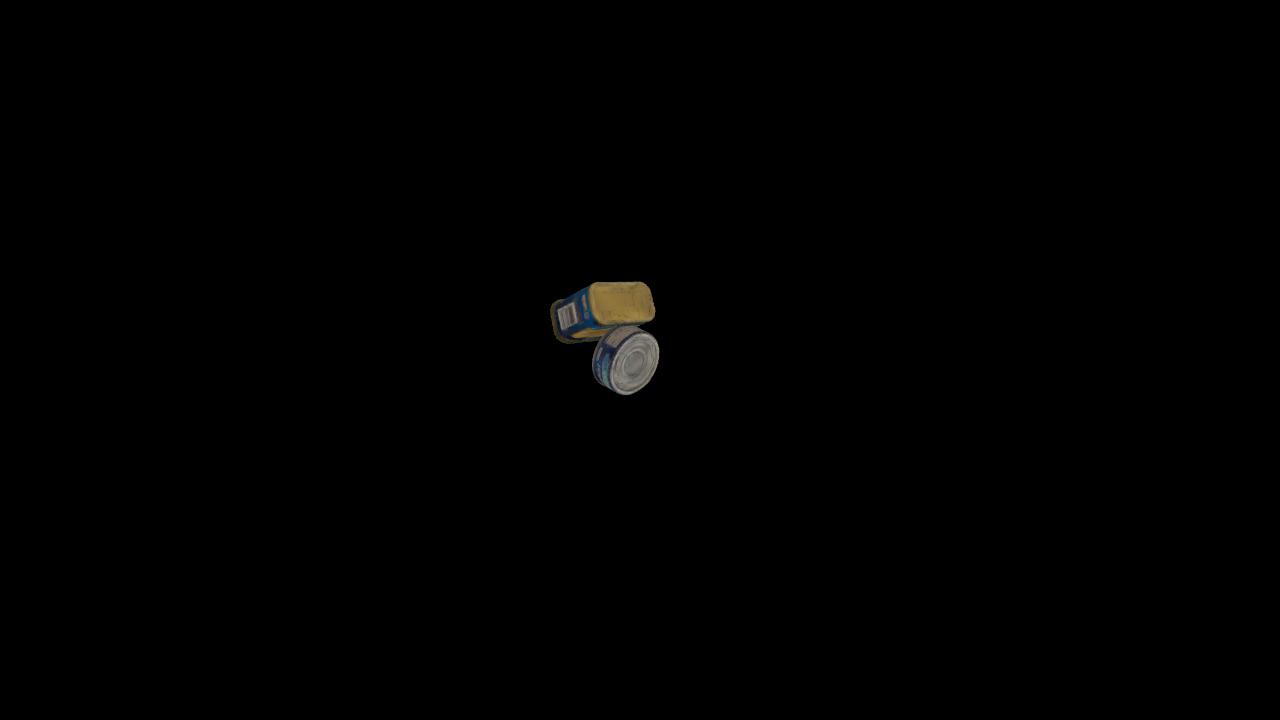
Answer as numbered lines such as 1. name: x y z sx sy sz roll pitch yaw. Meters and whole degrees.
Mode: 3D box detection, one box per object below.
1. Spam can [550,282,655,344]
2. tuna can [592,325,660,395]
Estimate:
1. Spam can: -0.045 -0.059 0.760 0.101 0.058 0.085 -8 -7 -40
2. tuna can: -0.016 0.000 0.746 0.084 0.084 0.034 0 21 -46
